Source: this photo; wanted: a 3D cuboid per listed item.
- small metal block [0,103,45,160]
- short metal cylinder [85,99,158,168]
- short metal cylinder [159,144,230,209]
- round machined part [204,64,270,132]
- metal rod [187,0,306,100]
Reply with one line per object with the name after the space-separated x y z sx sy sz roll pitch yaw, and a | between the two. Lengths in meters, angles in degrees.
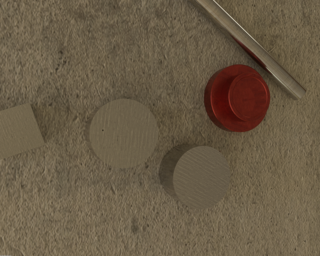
-0.163 0.003 0.349 0.050 0.025 0.050 -20 97 -19 | small metal block
-0.048 0.006 0.378 0.081 0.050 0.079 0 90 -20 | short metal cylinder
0.045 0.062 0.412 0.081 0.050 0.079 0 90 -20 | short metal cylinder
0.117 -0.042 0.443 0.099 0.042 0.097 0 90 -20 | round machined part
0.105 -0.141 0.447 0.301 0.025 0.025 37 78 -16 | metal rod
